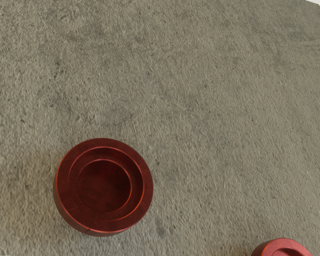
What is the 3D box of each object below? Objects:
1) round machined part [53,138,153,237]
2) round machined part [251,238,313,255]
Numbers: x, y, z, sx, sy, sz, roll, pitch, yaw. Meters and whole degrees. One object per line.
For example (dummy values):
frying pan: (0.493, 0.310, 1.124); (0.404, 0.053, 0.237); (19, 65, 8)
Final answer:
round machined part: (-0.060, 0.063, 0.322); (0.099, 0.042, 0.098); (14, 56, -21)
round machined part: (0.140, 0.182, 0.357); (0.099, 0.042, 0.098); (14, 56, -21)
